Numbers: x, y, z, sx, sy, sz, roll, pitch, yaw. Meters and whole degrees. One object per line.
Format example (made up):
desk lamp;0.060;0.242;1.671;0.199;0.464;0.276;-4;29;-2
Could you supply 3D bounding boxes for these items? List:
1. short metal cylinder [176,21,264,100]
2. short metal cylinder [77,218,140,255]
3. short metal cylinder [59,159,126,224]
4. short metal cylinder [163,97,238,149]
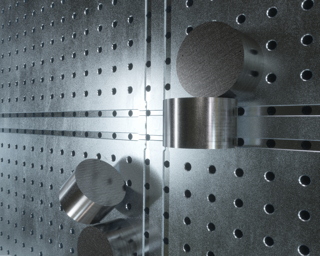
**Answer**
short metal cylinder;0.065;-0.070;0.338;0.080;0.050;0.079;0;90;39
short metal cylinder;-0.076;0.178;0.453;0.080;0.050;0.079;0;90;39
short metal cylinder;-0.098;0.092;0.452;0.050;0.081;0.080;-48;62;29
short metal cylinder;0.043;-0.005;0.336;0.080;0.081;0.050;1;91;39
